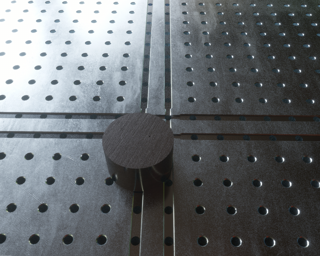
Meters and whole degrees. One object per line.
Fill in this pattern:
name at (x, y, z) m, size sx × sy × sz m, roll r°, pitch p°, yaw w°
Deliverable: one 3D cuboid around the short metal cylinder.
short metal cylinder at (-0.025, 0.028, 0.368) m, size 0.081 × 0.050 × 0.080 m, roll 0°, pitch 50°, yaw 0°
